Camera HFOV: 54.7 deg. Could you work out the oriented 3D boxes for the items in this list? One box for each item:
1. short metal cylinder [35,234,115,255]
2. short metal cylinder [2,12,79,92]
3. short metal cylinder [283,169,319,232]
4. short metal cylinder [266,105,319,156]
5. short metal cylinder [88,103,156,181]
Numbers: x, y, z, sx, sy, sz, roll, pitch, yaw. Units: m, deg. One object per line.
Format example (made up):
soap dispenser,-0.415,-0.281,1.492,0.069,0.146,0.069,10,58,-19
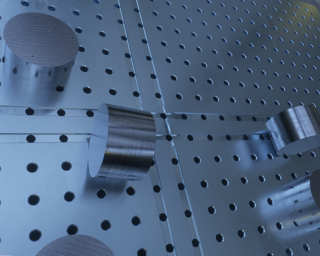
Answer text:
short metal cylinder,-0.079,0.138,0.266,0.081,0.050,0.080,14,56,-21
short metal cylinder,-0.143,-0.090,0.370,0.081,0.050,0.080,14,56,-21
short metal cylinder,0.231,0.107,0.454,0.081,0.050,0.080,14,56,-21
short metal cylinder,0.215,0.006,0.488,0.081,0.080,0.050,1,61,-28
short metal cylinder,-0.044,0.016,0.341,0.050,0.080,0.080,10,58,-24
